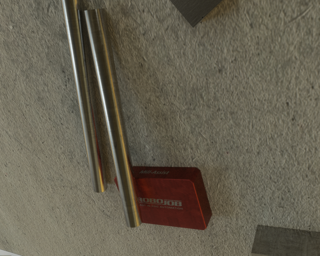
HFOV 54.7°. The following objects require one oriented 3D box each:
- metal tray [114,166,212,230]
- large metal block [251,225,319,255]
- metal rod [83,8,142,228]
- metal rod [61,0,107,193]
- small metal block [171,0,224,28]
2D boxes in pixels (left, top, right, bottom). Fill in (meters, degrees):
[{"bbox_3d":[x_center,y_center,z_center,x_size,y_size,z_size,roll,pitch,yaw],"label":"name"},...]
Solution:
[{"bbox_3d":[0.004,0.103,0.464,0.130,0.030,0.089,-3,117,29],"label":"metal tray"},{"bbox_3d":[0.172,0.181,0.412,0.080,0.050,0.080,-2,118,29],"label":"large metal block"},{"bbox_3d":[-0.058,0.001,0.410,0.025,0.025,0.298,2,112,27],"label":"metal rod"},{"bbox_3d":[-0.102,-0.027,0.441,0.025,0.025,0.298,12,124,21],"label":"metal rod"},{"bbox_3d":[0.038,-0.136,0.302,0.050,0.025,0.050,48,128,-7],"label":"small metal block"}]
